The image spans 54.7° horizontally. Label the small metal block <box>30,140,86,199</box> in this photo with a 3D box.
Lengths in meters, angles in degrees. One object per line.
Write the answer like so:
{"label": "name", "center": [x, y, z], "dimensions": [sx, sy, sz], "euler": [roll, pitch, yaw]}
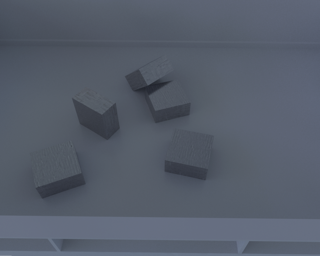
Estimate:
{"label": "small metal block", "center": [-0.120, 0.048, 0.364], "dimensions": [0.050, 0.025, 0.050], "euler": [-17, 52, -14]}

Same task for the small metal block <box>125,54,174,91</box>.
{"label": "small metal block", "center": [-0.016, -0.081, 0.454], "dimensions": [0.050, 0.025, 0.050], "euler": [-35, 14, -26]}

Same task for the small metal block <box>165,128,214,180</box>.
{"label": "small metal block", "center": [0.036, 0.031, 0.379], "dimensions": [0.050, 0.025, 0.050], "euler": [11, 51, 9]}

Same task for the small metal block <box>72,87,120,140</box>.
{"label": "small metal block", "center": [-0.082, -0.019, 0.404], "dimensions": [0.050, 0.050, 0.025], "euler": [28, 56, 21]}

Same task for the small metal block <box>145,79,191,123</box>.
{"label": "small metal block", "center": [0.010, -0.039, 0.437], "dimensions": [0.050, 0.025, 0.050], "euler": [-14, 52, -12]}
